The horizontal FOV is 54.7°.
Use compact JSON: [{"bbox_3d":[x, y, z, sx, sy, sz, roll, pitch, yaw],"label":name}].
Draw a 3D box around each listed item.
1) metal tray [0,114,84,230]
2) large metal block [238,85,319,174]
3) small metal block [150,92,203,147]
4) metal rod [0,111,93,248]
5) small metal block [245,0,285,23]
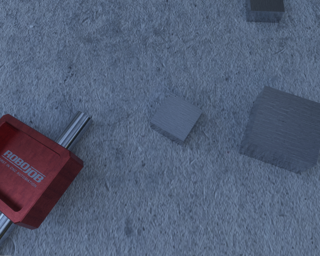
[{"bbox_3d":[-0.165,0.046,0.363,0.130,0.030,0.090,24,71,29],"label":"metal tray"},{"bbox_3d":[0.156,0.003,0.396,0.080,0.050,0.080,20,71,6],"label":"large metal block"},{"bbox_3d":[0.022,-0.011,0.413,0.050,0.025,0.050,31,73,10],"label":"small metal block"},{"bbox_3d":[-0.178,0.104,0.367,0.025,0.025,0.300,30,72,10],"label":"metal rod"},{"bbox_3d":[0.161,-0.193,0.481,0.050,0.025,0.050,2,70,0],"label":"small metal block"}]
